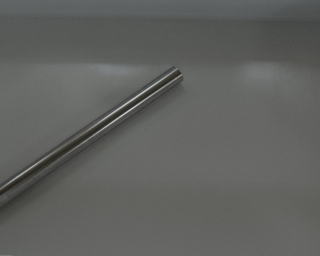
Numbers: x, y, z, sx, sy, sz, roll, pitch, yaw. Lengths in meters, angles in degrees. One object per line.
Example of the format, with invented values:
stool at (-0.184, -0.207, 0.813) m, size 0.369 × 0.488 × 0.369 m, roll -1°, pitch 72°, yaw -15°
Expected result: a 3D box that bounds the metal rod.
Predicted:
metal rod at (-0.094, 0.010, 0.404) m, size 0.301 × 0.025 × 0.025 m, roll -36°, pitch 74°, yaw -13°
